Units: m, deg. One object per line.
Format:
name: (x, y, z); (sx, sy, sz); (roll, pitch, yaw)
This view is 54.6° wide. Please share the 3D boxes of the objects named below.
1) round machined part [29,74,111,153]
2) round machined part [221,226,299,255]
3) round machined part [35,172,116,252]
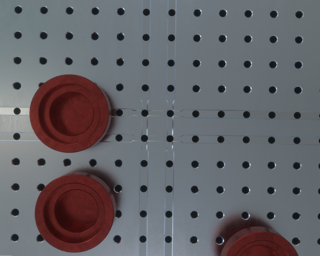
round machined part: (-0.113, -0.018, 0.404); (0.099, 0.042, 0.097); (0, 90, 0)
round machined part: (0.127, 0.177, 0.406); (0.099, 0.042, 0.097); (0, 90, 0)
round machined part: (-0.106, 0.106, 0.404); (0.099, 0.042, 0.097); (0, 90, 0)
